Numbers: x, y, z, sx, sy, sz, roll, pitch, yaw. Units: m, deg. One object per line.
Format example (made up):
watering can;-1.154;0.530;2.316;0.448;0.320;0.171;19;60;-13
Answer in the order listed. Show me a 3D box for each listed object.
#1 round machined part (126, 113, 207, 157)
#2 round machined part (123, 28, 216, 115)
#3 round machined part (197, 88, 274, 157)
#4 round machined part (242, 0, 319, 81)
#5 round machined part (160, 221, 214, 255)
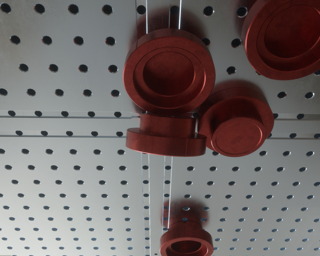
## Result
round machined part;0.009;0.005;0.380;0.099;0.098;0.042;5;95;-4
round machined part;0.010;-0.065;0.345;0.099;0.042;0.097;0;130;0
round machined part;0.098;0.000;0.401;0.099;0.042;0.097;0;130;0
round machined part;0.132;-0.101;0.316;0.099;0.042;0.097;0;130;0
round machined part;0.049;0.211;0.580;0.099;0.042;0.097;0;130;0
